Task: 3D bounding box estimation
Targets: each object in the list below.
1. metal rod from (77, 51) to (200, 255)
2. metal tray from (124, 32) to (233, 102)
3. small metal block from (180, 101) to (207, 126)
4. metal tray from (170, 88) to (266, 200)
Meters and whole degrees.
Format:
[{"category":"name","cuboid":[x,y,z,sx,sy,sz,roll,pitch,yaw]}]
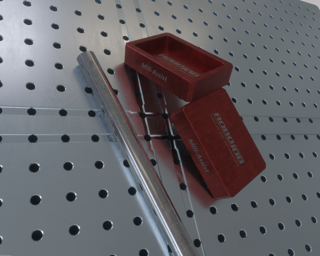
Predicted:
[{"category":"metal rod","cuboid":[-0.029,0.032,0.372,0.025,0.025,0.299,-18,71,-35]},{"category":"metal tray","cuboid":[0.024,-0.091,0.438,0.091,0.030,0.130,-28,51,-37]},{"category":"small metal block","cuboid":[0.060,-0.006,0.444,0.050,0.025,0.050,-26,76,-37]},{"category":"metal tray","cuboid":[0.081,0.018,0.421,0.091,0.030,0.130,-28,89,-37]}]
